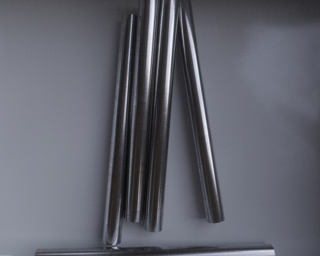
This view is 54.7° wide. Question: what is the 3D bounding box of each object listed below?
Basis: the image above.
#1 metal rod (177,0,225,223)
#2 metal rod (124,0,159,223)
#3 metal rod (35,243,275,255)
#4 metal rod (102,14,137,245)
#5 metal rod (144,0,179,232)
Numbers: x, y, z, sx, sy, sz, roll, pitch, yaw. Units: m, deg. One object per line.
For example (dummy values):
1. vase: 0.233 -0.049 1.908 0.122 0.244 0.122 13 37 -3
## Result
1. metal rod: 0.051 -0.025 0.411 0.025 0.025 0.298 -9 90 0
2. metal rod: -0.024 -0.027 0.396 0.025 0.025 0.298 4 96 0
3. metal rod: -0.003 0.165 0.399 0.302 0.025 0.025 1 90 -5
4. metal rod: -0.051 0.002 0.410 0.025 0.025 0.298 5 90 0
5. metal rod: 0.001 -0.015 0.401 0.025 0.025 0.298 4 94 0
